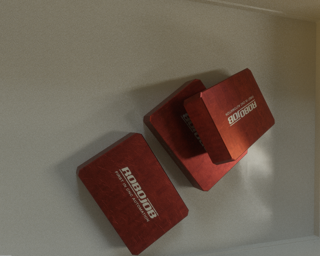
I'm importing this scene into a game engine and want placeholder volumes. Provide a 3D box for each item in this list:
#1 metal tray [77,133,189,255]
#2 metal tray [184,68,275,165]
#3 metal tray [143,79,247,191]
[{"bbox_3d":[-0.033,0.082,0.396,0.090,0.030,0.130,-34,101,-17],"label":"metal tray"},{"bbox_3d":[0.097,-0.020,0.411,0.131,0.030,0.090,-30,95,-43],"label":"metal tray"},{"bbox_3d":[0.051,0.010,0.427,0.090,0.030,0.130,-41,103,-16],"label":"metal tray"}]
